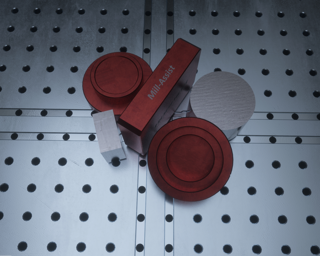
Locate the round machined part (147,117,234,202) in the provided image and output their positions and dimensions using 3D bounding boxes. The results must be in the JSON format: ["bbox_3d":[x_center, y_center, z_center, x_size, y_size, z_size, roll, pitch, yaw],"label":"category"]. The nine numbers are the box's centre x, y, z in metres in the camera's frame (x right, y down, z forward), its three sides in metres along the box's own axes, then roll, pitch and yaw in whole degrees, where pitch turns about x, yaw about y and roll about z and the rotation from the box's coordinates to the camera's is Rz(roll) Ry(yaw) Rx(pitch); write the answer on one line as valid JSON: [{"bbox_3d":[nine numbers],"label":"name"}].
[{"bbox_3d":[0.037,0.035,0.374,0.098,0.042,0.097,0,91,10],"label":"round machined part"}]

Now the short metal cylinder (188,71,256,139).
[{"bbox_3d":[0.077,-0.027,0.404,0.081,0.050,0.080,0,70,0],"label":"short metal cylinder"}]

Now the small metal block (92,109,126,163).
[{"bbox_3d":[-0.063,0.011,0.389,0.025,0.050,0.050,-14,71,-5],"label":"small metal block"}]

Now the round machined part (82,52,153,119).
[{"bbox_3d":[-0.056,-0.063,0.420,0.099,0.042,0.098,0,70,0],"label":"round machined part"}]

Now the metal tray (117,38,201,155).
[{"bbox_3d":[0.001,-0.036,0.386,0.030,0.090,0.130,31,73,10],"label":"metal tray"}]
